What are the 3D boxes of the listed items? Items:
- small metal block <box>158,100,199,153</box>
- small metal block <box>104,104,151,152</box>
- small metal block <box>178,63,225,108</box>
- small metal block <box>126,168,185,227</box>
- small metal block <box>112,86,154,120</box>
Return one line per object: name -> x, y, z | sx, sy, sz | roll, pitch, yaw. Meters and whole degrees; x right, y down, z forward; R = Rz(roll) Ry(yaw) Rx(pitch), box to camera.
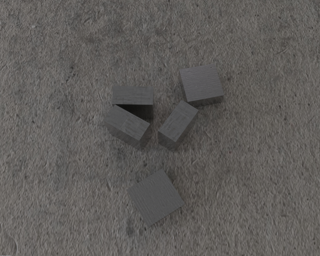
small metal block -> 0.022, -0.001, 0.395 | 0.025, 0.050, 0.050 | 34, 74, 11
small metal block -> -0.040, 0.001, 0.394 | 0.050, 0.050, 0.025 | 29, 73, 10
small metal block -> 0.056, -0.058, 0.429 | 0.050, 0.025, 0.050 | -11, 70, -4
small metal block -> -0.005, 0.085, 0.377 | 0.050, 0.025, 0.050 | -30, 73, -11
small metal block -> -0.034, -0.032, 0.406 | 0.050, 0.050, 0.025 | 1, 70, 0
